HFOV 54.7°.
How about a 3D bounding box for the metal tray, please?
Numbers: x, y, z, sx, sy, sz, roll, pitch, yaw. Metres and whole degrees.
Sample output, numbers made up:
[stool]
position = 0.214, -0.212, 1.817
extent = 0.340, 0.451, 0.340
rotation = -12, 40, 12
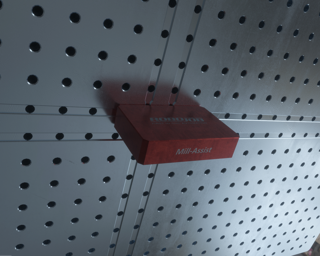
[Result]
[metal tray]
position = 0.020, 0.004, 0.384
extent = 0.131, 0.090, 0.030
rotation = -1, 119, -28
